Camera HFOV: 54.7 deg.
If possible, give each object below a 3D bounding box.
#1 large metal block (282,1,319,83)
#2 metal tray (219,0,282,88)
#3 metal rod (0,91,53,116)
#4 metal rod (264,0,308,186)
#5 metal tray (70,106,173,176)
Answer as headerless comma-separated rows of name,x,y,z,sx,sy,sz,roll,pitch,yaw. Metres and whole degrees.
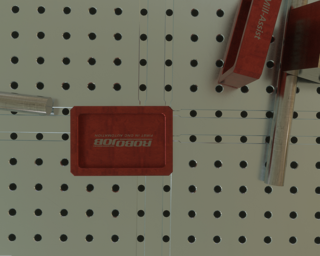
large metal block,0.207,-0.104,0.388,0.081,0.050,0.080,9,90,-27
metal tray,0.112,-0.120,0.382,0.030,0.090,0.129,15,90,0
metal rod,-0.297,-0.046,0.409,0.302,0.025,0.025,7,90,-1
metal rod,0.172,-0.072,0.415,0.025,0.025,0.298,8,90,-1
metal tray,-0.049,0.016,0.410,0.131,0.030,0.089,0,90,-1
